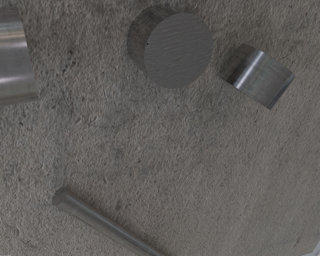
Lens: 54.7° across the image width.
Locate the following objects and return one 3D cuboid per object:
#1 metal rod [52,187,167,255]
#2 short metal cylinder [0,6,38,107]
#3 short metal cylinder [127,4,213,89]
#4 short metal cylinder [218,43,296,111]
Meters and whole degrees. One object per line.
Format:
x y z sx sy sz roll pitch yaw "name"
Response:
-0.052 0.174 0.486 0.025 0.025 0.300 -41 130 -1 "metal rod"
-0.138 -0.058 0.260 0.050 0.080 0.079 -13 124 -21 "short metal cylinder"
0.010 -0.090 0.341 0.081 0.050 0.079 -14 124 -21 "short metal cylinder"
0.123 -0.065 0.398 0.080 0.080 0.050 24 105 -37 "short metal cylinder"
